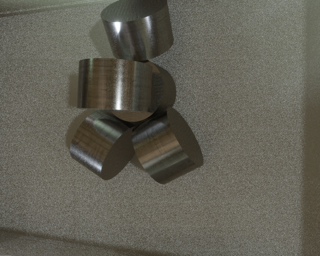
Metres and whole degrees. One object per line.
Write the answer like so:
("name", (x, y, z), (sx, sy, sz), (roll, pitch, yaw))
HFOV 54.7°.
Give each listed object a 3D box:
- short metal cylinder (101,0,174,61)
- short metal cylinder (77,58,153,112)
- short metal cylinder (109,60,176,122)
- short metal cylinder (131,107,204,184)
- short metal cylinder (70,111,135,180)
("short metal cylinder", (-0.027, -0.125, 0.382), (0.080, 0.080, 0.050), (4, 134, 20))
("short metal cylinder", (-0.050, -0.044, 0.343), (0.080, 0.080, 0.050), (4, 91, 20))
("short metal cylinder", (-0.025, -0.047, 0.403), (0.080, 0.050, 0.080), (0, 90, 20))
("short metal cylinder", (0.010, 0.021, 0.376), (0.050, 0.080, 0.080), (-30, 80, 18))
("short metal cylinder", (-0.069, 0.021, 0.404), (0.050, 0.080, 0.080), (31, 100, 18))
